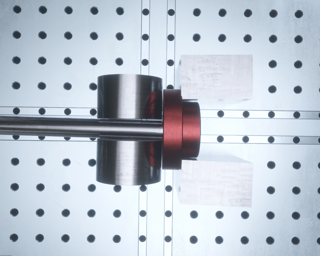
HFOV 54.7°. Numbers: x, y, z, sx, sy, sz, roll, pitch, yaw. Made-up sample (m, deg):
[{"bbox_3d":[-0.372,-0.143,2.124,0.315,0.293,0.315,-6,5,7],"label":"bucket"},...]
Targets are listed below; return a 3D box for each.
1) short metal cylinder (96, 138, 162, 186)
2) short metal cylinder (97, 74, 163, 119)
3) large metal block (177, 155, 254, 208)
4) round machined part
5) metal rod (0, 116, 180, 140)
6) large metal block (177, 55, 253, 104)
[{"bbox_3d":[-0.038,0.039,0.385,0.081,0.080,0.050,1,91,0],"label":"short metal cylinder"},{"bbox_3d":[-0.037,-0.036,0.385,0.081,0.080,0.050,1,91,0],"label":"short metal cylinder"},{"bbox_3d":[0.064,0.062,0.387,0.080,0.080,0.050,3,90,0],"label":"large metal block"},{"bbox_3d":[0.025,0.002,0.376,0.042,0.098,0.097,1,90,0],"label":"round machined part"},{"bbox_3d":[-0.120,-0.001,0.401,0.302,0.025,0.025,2,90,4],"label":"metal rod"},{"bbox_3d":[0.064,-0.058,0.387,0.081,0.080,0.050,0,90,0],"label":"large metal block"}]
